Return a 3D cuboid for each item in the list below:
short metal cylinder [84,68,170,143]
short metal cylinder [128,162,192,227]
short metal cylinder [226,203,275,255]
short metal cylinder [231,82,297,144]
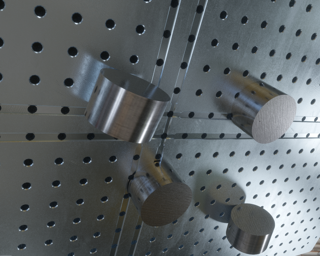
[{"bbox_3d":[-0.036,-0.026,0.340,0.081,0.080,0.050,12,112,-34],"label":"short metal cylinder"},{"bbox_3d":[0.000,0.097,0.455,0.081,0.050,0.079,-14,124,-21],"label":"short metal cylinder"},{"bbox_3d":[0.170,0.189,0.585,0.081,0.080,0.050,-9,122,-24],"label":"short metal cylinder"},{"bbox_3d":[0.155,-0.023,0.465,0.081,0.050,0.079,-14,124,-21],"label":"short metal cylinder"}]
